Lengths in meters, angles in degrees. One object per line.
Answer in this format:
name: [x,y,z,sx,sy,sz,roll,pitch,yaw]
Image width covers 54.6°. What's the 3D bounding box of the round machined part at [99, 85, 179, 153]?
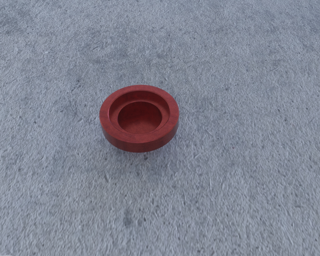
round machined part: [-0.026,-0.008,0.399,0.099,0.042,0.098,0,50,0]
